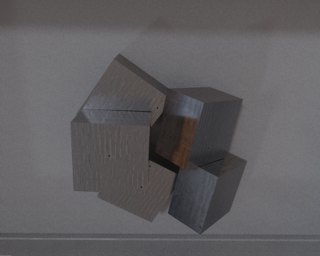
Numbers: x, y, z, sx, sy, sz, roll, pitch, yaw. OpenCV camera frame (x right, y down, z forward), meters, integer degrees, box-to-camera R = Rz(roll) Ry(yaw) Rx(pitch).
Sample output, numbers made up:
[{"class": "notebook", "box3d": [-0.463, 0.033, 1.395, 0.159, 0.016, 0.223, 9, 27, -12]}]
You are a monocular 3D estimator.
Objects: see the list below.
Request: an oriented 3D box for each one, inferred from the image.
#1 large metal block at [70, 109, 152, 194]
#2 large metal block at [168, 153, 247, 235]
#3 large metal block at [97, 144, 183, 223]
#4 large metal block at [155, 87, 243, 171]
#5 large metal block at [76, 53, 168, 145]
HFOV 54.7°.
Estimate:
[{"class": "large metal block", "box3d": [-0.052, 0.025, 0.350, 0.081, 0.050, 0.079, 3, 109, 0]}, {"class": "large metal block", "box3d": [0.062, 0.077, 0.402, 0.050, 0.081, 0.079, 26, 113, 32]}, {"class": "large metal block", "box3d": [-0.026, 0.067, 0.418, 0.080, 0.050, 0.080, 28, 107, -11]}, {"class": "large metal block", "box3d": [0.047, -0.003, 0.373, 0.081, 0.050, 0.079, -9, 119, -46]}, {"class": "large metal block", "box3d": [-0.042, -0.033, 0.384, 0.080, 0.050, 0.080, 34, 106, -12]}]
